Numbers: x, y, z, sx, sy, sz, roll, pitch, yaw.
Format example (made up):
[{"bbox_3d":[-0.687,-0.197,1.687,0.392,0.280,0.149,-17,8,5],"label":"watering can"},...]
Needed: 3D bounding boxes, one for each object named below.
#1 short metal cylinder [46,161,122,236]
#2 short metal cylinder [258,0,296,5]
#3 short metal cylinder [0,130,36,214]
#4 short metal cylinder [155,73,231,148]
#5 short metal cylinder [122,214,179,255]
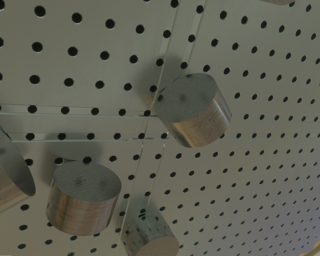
[{"bbox_3d":[-0.092,0.083,0.376,0.081,0.080,0.050,5,116,-31],"label":"short metal cylinder"},{"bbox_3d":[0.130,-0.186,0.351,0.081,0.050,0.079,-14,124,-21],"label":"short metal cylinder"},{"bbox_3d":[-0.170,0.046,0.311,0.050,0.080,0.080,-29,128,-10],"label":"short metal cylinder"},{"bbox_3d":[0.041,-0.022,0.384,0.080,0.080,0.050,-39,129,-2],"label":"short metal cylinder"},{"bbox_3d":[-0.016,0.187,0.502,0.081,0.050,0.079,-14,124,-21],"label":"short metal cylinder"}]
